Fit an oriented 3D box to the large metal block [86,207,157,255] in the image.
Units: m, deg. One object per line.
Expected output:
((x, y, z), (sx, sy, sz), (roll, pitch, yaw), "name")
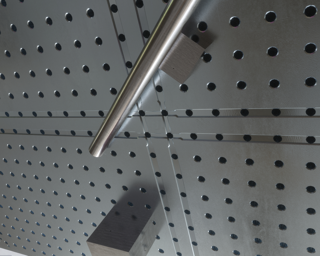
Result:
((-0.062, 0.186, 0.521), (0.080, 0.080, 0.050), (3, 120, 26), "large metal block")

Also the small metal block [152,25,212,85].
((0.021, -0.086, 0.346), (0.050, 0.025, 0.050), (36, 129, 3), "small metal block")

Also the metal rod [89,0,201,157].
((-0.034, -0.045, 0.374), (0.025, 0.025, 0.298), (40, 137, 1), "metal rod")
